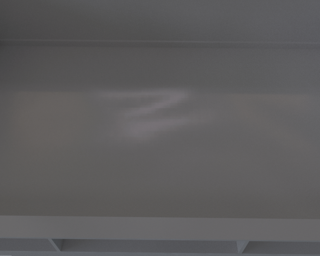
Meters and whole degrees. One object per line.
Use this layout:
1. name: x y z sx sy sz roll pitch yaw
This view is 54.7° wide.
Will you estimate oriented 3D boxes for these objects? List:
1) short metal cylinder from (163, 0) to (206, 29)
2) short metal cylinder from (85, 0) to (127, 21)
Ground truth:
1. short metal cylinder: 0.046 -0.232 0.586 0.080 0.050 0.080 0 50 0
2. short metal cylinder: -0.106 -0.251 0.602 0.080 0.050 0.080 0 50 0
